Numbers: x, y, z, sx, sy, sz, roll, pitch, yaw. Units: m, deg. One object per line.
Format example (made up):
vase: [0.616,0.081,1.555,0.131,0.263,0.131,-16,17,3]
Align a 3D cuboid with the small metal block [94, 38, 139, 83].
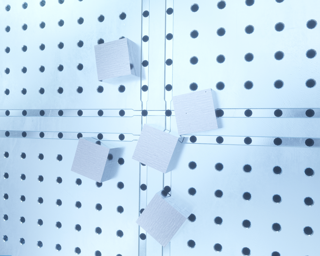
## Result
small metal block: [-0.061,-0.093,0.433,0.050,0.025,0.050,-8,87,19]

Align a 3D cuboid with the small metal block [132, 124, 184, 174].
small metal block: [-0.003,0.026,0.413,0.050,0.025,0.050,22,97,18]

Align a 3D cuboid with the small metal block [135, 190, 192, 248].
small metal block: [0.005,0.119,0.410,0.050,0.025,0.050,37,102,16]

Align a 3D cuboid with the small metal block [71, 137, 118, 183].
small metal block: [-0.094,0.045,0.444,0.050,0.025,0.050,18,96,18]

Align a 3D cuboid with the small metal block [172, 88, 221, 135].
small metal block: [0.047,-0.020,0.396,0.050,0.025,0.050,-11,87,19]
